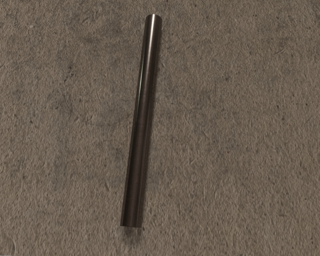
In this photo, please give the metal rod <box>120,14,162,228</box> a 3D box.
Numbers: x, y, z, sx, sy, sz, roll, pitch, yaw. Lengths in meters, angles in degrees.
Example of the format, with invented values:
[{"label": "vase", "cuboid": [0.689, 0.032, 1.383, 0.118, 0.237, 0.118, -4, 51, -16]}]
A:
[{"label": "metal rod", "cuboid": [-0.022, -0.023, 0.416, 0.025, 0.025, 0.299, 5, 70, 1]}]
